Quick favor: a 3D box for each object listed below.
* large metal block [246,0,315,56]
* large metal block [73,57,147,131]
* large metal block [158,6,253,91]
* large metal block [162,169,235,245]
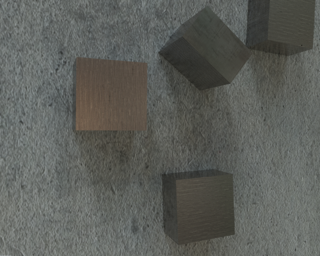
[{"bbox_3d":[0.179,-0.158,0.461,0.081,0.050,0.080,4,89,-20],"label":"large metal block"},{"bbox_3d":[-0.062,-0.037,0.373,0.081,0.050,0.080,1,90,-20],"label":"large metal block"},{"bbox_3d":[0.056,-0.097,0.400,0.080,0.080,0.050,40,77,-16],"label":"large metal block"},{"bbox_3d":[0.050,0.101,0.414,0.081,0.050,0.079,-3,91,-20],"label":"large metal block"}]
